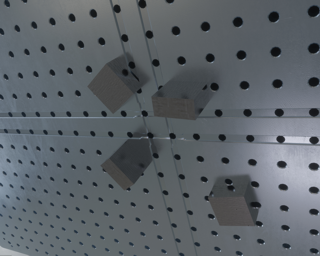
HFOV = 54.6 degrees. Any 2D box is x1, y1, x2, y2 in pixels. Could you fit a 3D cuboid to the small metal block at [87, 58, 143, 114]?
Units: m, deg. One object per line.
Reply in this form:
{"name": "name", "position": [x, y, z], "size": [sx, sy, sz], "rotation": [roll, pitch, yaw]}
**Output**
{"name": "small metal block", "position": [-0.060, -0.055, 0.409], "size": [0.050, 0.025, 0.050], "rotation": [47, 129, -5]}

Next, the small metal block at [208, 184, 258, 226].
{"name": "small metal block", "position": [0.100, 0.106, 0.424], "size": [0.050, 0.025, 0.050], "rotation": [-11, 113, 33]}

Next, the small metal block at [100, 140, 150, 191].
{"name": "small metal block", "position": [-0.050, 0.054, 0.455], "size": [0.050, 0.050, 0.025], "rotation": [47, 129, -5]}

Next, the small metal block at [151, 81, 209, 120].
{"name": "small metal block", "position": [0.025, -0.034, 0.362], "size": [0.050, 0.050, 0.025], "rotation": [6, 121, 25]}
